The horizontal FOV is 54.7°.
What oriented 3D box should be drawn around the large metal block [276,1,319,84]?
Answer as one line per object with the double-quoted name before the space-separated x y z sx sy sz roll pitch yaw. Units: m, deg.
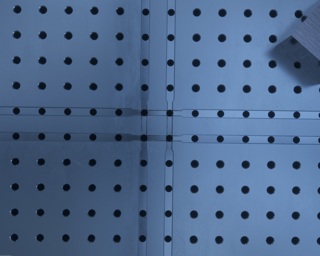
"large metal block" 0.217 -0.116 0.402 0.080 0.050 0.080 42 90 0
